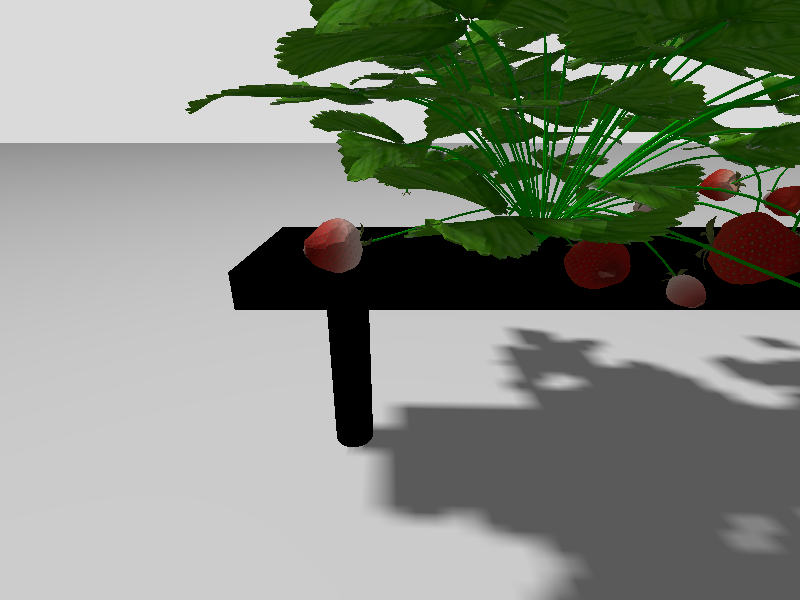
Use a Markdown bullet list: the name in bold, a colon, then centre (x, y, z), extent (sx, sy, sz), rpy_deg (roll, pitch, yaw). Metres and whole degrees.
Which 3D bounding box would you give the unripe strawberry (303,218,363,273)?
- **unripe strawberry**: centre (-0.048, -0.037, 0.281), extent (0.040, 0.039, 0.037), rpy_deg (-10, 25, -22)

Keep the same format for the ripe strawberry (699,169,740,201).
- **ripe strawberry**: centre (0.452, -0.163, 0.570), extent (0.042, 0.044, 0.046), rpy_deg (-11, 10, -25)

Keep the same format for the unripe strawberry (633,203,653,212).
- **unripe strawberry**: centre (0.274, -0.101, 0.448), extent (0.024, 0.021, 0.022), rpy_deg (30, -20, 49)

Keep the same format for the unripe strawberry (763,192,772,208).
- **unripe strawberry**: centre (0.482, -0.130, 0.520), extent (0.022, 0.022, 0.019), rpy_deg (-11, 26, -25)

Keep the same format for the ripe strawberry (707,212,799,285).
- **ripe strawberry**: centre (0.231, -0.031, 0.257), extent (0.048, 0.047, 0.045), rpy_deg (21, 31, 39)

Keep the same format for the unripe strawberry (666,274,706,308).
- **unripe strawberry**: centre (0.162, -0.005, 0.226), extent (0.020, 0.020, 0.017), rpy_deg (-6, -39, -13)

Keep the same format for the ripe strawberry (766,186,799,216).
- **ripe strawberry**: centre (0.447, -0.115, 0.465), extent (0.033, 0.034, 0.030), rpy_deg (20, 30, 40)

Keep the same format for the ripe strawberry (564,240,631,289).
- **ripe strawberry**: centre (0.121, -0.021, 0.244), extent (0.037, 0.033, 0.033), rpy_deg (1, 24, 2)
